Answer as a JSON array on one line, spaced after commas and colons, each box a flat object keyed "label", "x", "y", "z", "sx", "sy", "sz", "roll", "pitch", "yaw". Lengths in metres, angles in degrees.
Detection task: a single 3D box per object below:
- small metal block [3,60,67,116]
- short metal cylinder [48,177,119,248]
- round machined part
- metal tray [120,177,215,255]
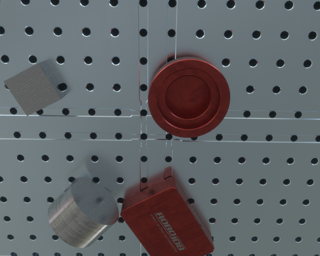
[{"label": "small metal block", "x": -0.157, "y": -0.050, "z": 0.393, "sx": 0.050, "sy": 0.025, "sz": 0.050, "roll": -25, "pitch": 108, "yaw": 8}, {"label": "short metal cylinder", "x": -0.104, "y": 0.114, "z": 0.425, "sx": 0.080, "sy": 0.080, "sz": 0.050, "roll": 41, "pitch": 105, "yaw": -14}, {"label": "round machined part", "x": 0.035, "y": -0.040, "z": 0.390, "sx": 0.099, "sy": 0.042, "sz": 0.097, "roll": 0, "pitch": 110, "yaw": 0}, {"label": "metal tray", "x": 0.012, "y": 0.147, "z": 0.465, "sx": 0.090, "sy": 0.030, "sz": 0.130, "roll": -28, "pitch": 108, "yaw": 9}]
